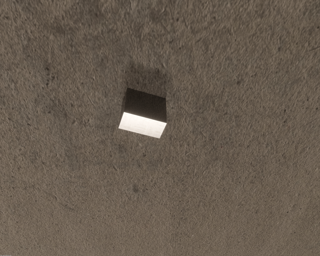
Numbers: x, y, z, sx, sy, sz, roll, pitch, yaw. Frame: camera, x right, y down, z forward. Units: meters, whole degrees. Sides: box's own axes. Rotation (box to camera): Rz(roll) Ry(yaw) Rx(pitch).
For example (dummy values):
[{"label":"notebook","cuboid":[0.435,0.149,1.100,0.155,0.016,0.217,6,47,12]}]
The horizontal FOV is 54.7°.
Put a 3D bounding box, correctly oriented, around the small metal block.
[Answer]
[{"label":"small metal block","cuboid":[-0.020,-0.019,0.375,0.050,0.050,0.025,15,129,-13]}]
